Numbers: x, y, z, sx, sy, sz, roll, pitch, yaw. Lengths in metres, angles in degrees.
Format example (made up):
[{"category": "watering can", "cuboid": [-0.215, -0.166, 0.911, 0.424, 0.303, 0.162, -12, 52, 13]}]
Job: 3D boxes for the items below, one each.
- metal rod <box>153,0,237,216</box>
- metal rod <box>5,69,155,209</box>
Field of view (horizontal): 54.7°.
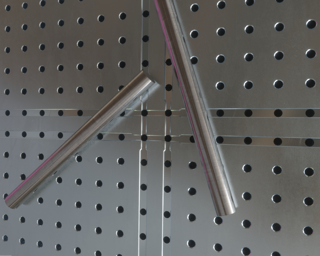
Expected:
[{"category": "metal rod", "cuboid": [0.041, -0.038, 0.397, 0.025, 0.025, 0.298, -18, 84, 19]}, {"category": "metal rod", "cuboid": [-0.125, 0.024, 0.455, 0.299, 0.025, 0.025, -41, 78, 15]}]
